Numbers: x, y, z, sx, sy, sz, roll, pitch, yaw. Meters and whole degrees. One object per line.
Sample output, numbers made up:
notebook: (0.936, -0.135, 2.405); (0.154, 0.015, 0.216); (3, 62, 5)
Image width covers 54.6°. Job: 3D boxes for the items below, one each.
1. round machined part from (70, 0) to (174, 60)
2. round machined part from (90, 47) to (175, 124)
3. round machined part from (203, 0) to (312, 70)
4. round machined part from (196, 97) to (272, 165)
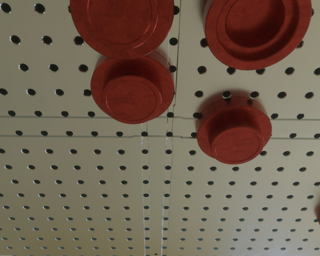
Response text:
round machined part: (-0.035, -0.112, 0.292); (0.099, 0.042, 0.097); (0, 117, 0)
round machined part: (-0.032, -0.043, 0.363); (0.099, 0.042, 0.097); (0, 130, 0)
round machined part: (0.092, -0.110, 0.307); (0.099, 0.042, 0.097); (0, 130, 0)
round machined part: (0.098, 0.011, 0.410); (0.099, 0.042, 0.097); (0, 130, 0)
